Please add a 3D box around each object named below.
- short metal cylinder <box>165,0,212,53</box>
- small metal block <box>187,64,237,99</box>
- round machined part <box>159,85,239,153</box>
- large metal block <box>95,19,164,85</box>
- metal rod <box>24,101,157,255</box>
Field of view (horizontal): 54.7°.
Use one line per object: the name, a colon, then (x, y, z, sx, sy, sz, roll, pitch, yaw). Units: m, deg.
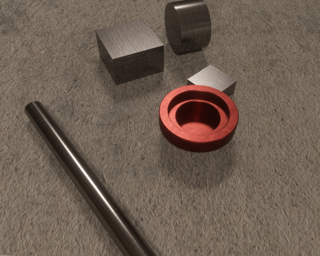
short metal cylinder: (0.044, -0.168, 0.509, 0.050, 0.080, 0.080, -14, 52, -12)
small metal block: (0.075, -0.061, 0.456, 0.050, 0.025, 0.050, -35, 59, -26)
round machined part: (0.048, -0.007, 0.399, 0.099, 0.042, 0.098, 0, 50, 0)
large metal block: (-0.048, -0.122, 0.489, 0.081, 0.050, 0.080, -20, 53, -16)
metal rod: (-0.079, 0.064, 0.347, 0.025, 0.025, 0.300, -31, 57, -24)
